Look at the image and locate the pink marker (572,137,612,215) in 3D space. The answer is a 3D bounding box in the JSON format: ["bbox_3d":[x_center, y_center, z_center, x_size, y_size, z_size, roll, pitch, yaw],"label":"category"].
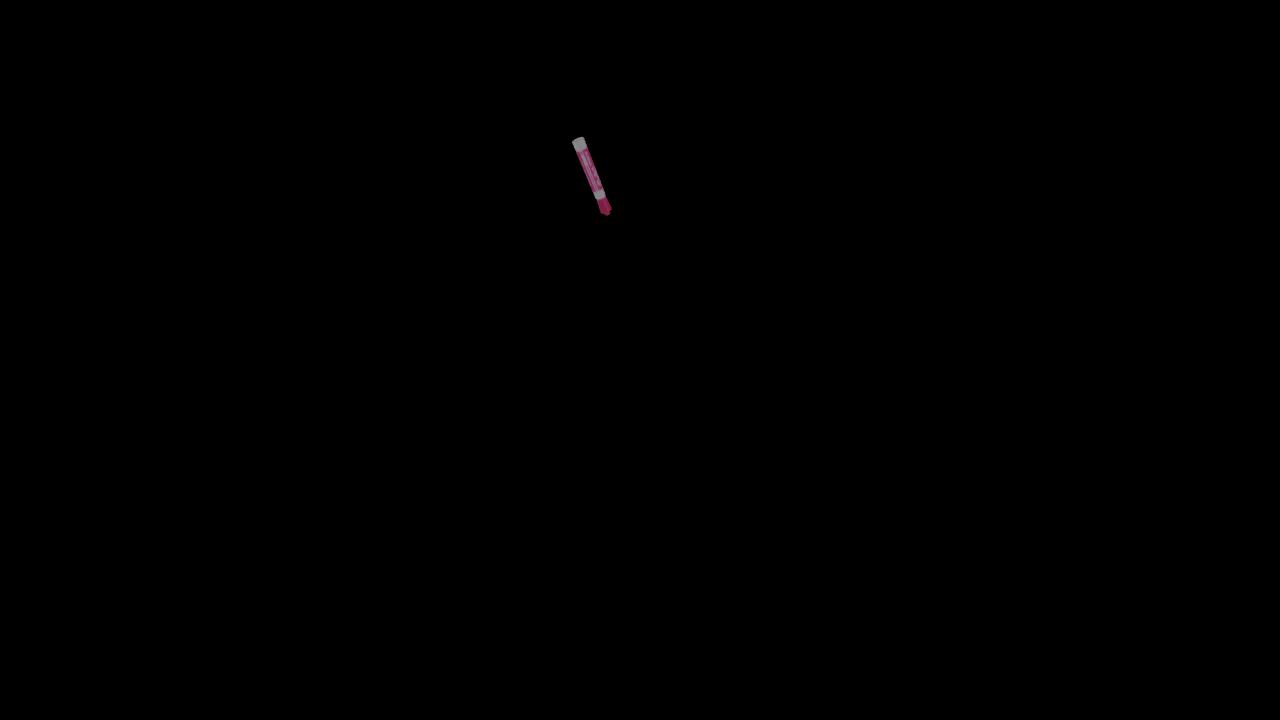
[{"bbox_3d":[-0.071,-0.275,0.928,0.020,0.121,0.020,-17,32,11],"label":"pink marker"}]
